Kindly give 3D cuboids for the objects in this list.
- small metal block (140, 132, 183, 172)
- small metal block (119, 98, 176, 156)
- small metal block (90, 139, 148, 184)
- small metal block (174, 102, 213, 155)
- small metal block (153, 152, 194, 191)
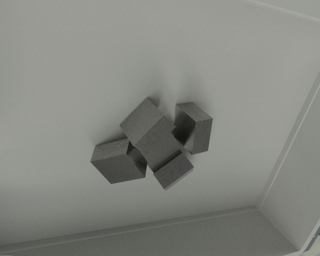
[{"bbox_3d":[-0.004,0.026,0.421,0.050,0.025,0.050,-36,130,-4],"label":"small metal block"},{"bbox_3d":[-0.016,-0.002,0.381,0.050,0.050,0.025,-45,129,3],"label":"small metal block"},{"bbox_3d":[-0.051,0.043,0.392,0.050,0.025,0.050,-14,133,20],"label":"small metal block"},{"bbox_3d":[0.043,0.000,0.415,0.025,0.050,0.050,-12,123,-24],"label":"small metal block"},{"bbox_3d":[0.020,0.063,0.442,0.050,0.025,0.050,-36,166,-5],"label":"small metal block"}]
